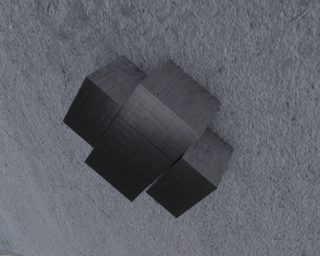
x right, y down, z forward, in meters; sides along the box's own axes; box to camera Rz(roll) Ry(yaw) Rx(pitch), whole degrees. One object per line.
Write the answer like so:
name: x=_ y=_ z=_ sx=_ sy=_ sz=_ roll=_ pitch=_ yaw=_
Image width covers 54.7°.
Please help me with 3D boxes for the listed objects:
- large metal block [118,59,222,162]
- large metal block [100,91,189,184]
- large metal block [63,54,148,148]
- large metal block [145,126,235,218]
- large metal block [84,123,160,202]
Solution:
large metal block: x=0.014 y=-0.023 z=0.351 sx=0.080 sy=0.080 sz=0.050 roll=41 pitch=129 yaw=0
large metal block: x=-0.012 y=0.007 z=0.382 sx=0.080 sy=0.080 sz=0.050 roll=41 pitch=129 yaw=0
large metal block: x=-0.063 y=-0.034 z=0.384 sx=0.050 sy=0.080 sz=0.080 roll=41 pitch=129 yaw=0
large metal block: x=0.038 y=0.052 z=0.384 sx=0.050 sy=0.080 sz=0.080 roll=41 pitch=129 yaw=0
large metal block: x=-0.038 y=0.036 z=0.414 sx=0.080 sy=0.080 sz=0.050 roll=41 pitch=129 yaw=0
